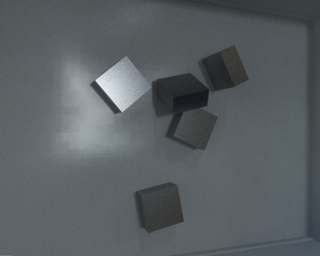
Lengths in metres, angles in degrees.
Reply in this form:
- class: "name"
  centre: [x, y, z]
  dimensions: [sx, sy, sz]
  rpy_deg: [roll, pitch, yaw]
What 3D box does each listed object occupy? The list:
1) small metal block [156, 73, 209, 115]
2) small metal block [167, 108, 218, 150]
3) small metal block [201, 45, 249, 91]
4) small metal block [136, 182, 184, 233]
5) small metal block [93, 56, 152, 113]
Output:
- class: "small metal block"
  centre: [0.029, -0.046, 0.406]
  dimensions: [0.050, 0.050, 0.025]
  rpy_deg: [-14, 130, -20]
- class: "small metal block"
  centre: [0.045, -0.003, 0.428]
  dimensions: [0.050, 0.025, 0.050]
  rpy_deg: [25, 82, -19]
- class: "small metal block"
  centre: [0.090, -0.082, 0.432]
  dimensions: [0.025, 0.050, 0.050]
  rpy_deg: [-29, 100, -18]
- class: "small metal block"
  centre: [0.000, 0.104, 0.412]
  dimensions: [0.050, 0.025, 0.050]
  rpy_deg: [-12, 94, -20]
- class: "small metal block"
  centre: [-0.048, -0.054, 0.393]
  dimensions: [0.050, 0.025, 0.050]
  rpy_deg: [-43, 104, -15]
